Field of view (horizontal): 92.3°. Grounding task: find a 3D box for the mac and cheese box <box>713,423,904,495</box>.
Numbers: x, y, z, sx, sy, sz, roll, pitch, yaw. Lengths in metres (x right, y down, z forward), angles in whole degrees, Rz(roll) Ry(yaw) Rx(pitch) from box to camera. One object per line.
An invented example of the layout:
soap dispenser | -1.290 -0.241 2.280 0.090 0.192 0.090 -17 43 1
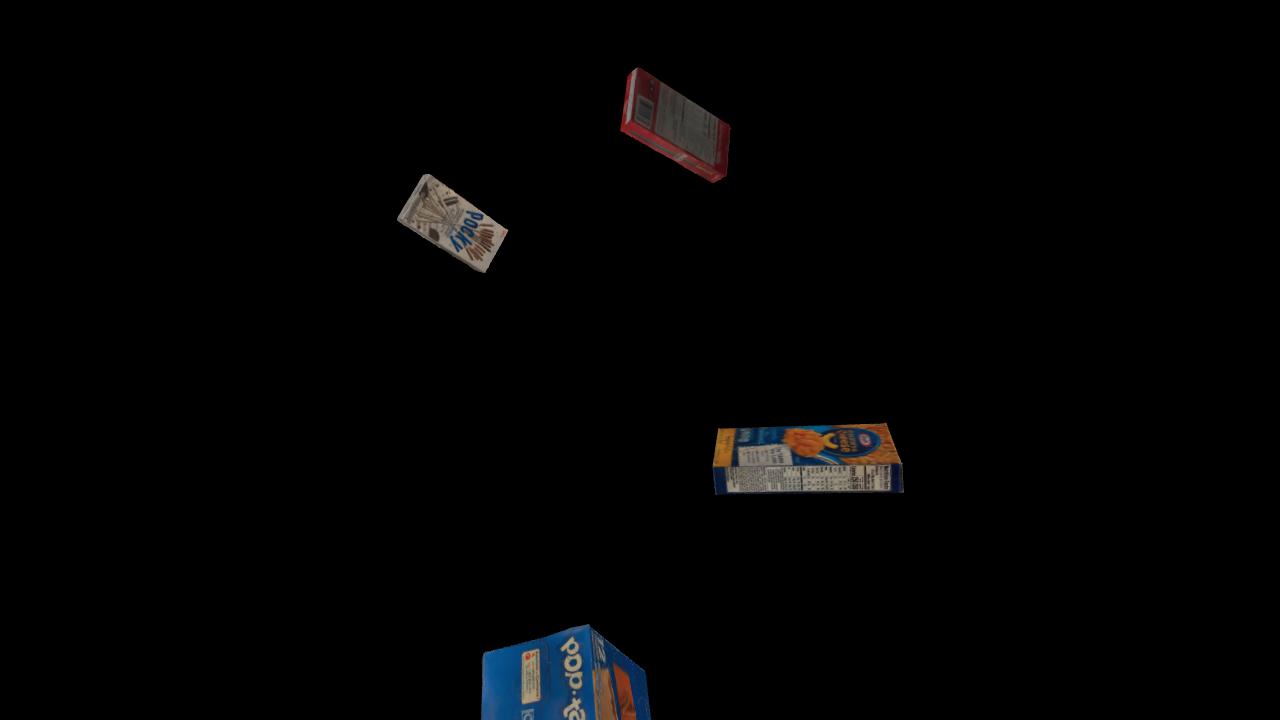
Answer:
mac and cheese box | 0.173 0.104 0.653 0.184 0.041 0.093 -4 18 13

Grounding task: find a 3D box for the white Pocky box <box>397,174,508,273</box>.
white Pocky box | -0.288 -0.210 0.959 0.154 0.084 0.028 33 -10 -40

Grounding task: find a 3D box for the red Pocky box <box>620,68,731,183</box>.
red Pocky box | 0.048 -0.292 0.774 0.155 0.083 0.028 19 -23 -32

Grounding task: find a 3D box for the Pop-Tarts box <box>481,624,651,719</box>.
Pop-Tarts box | -0.040 0.290 0.414 0.083 0.167 0.141 -16 -41 7
